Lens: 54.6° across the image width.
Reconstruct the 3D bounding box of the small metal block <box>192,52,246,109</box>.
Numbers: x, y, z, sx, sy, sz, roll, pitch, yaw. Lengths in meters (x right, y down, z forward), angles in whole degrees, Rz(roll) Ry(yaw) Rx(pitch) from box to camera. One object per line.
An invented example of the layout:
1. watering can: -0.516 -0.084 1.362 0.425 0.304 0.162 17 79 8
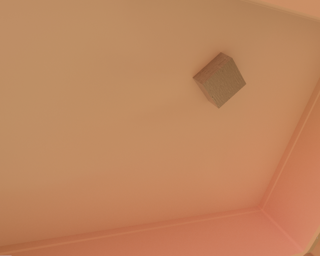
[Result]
1. small metal block: 0.080 -0.063 0.413 0.050 0.025 0.050 -42 129 1
